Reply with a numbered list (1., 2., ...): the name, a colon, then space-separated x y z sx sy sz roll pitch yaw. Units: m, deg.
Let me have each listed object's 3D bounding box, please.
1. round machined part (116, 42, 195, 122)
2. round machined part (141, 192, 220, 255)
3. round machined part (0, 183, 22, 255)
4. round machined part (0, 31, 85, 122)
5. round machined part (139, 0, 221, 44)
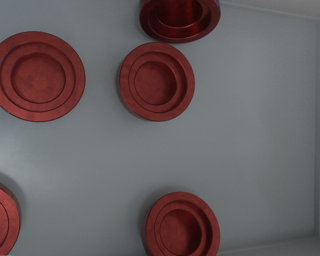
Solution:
1. round machined part: -0.008 -0.057 0.398 0.099 0.042 0.097 0 90 -20
2. round machined part: 0.023 0.135 0.397 0.099 0.042 0.098 9 62 -16
3. round machined part: -0.200 0.100 0.328 0.099 0.042 0.097 0 90 -20
4. round machined part: -0.137 -0.055 0.351 0.099 0.042 0.097 0 90 -20
5. round machined part: 0.024 -0.151 0.383 0.099 0.098 0.042 6 68 -20
